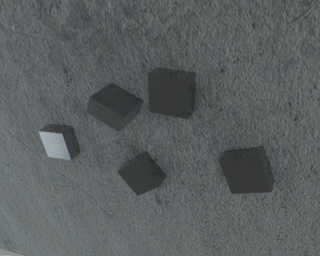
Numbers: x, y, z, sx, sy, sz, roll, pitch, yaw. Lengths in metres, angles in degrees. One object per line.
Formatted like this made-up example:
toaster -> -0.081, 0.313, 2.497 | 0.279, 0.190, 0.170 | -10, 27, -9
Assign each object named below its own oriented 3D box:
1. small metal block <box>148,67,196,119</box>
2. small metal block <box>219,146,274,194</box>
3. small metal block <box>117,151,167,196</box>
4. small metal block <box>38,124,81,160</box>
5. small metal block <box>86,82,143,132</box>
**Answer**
small metal block -> 0.014, -0.042, 0.373 | 0.050, 0.025, 0.050 | 12, 124, 21
small metal block -> 0.108, 0.053, 0.383 | 0.050, 0.025, 0.050 | -11, 113, 32
small metal block -> -0.027, 0.069, 0.464 | 0.050, 0.025, 0.050 | -32, 101, 38
small metal block -> -0.164, 0.023, 0.507 | 0.050, 0.025, 0.050 | 5, 121, 26
small metal block -> -0.058, -0.028, 0.404 | 0.050, 0.050, 0.025 | 31, 128, 8
